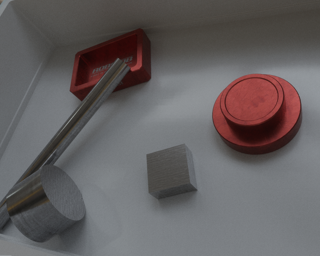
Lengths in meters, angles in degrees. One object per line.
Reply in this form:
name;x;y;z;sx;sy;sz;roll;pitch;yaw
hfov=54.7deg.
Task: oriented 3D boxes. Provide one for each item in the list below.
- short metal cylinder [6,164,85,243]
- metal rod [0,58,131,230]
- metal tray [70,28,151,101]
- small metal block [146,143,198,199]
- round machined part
short metal cylinder;-0.139;0.092;0.385;0.050;0.080;0.080;-34;52;6
metal rod;-0.146;0.023;0.445;0.300;0.025;0.025;-51;52;-1
metal tray;-0.080;-0.102;0.504;0.130;0.030;0.090;-15;56;19
small metal block;0.013;0.052;0.366;0.050;0.025;0.050;-17;55;18
round machined part;0.107;-0.023;0.352;0.098;0.042;0.098;-13;56;20
